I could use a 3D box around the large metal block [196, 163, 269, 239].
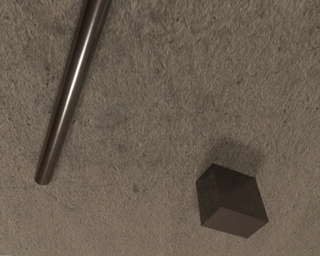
[{"bbox_3d":[0.105,0.109,0.466,0.080,0.080,0.050,20,127,-17],"label":"large metal block"}]

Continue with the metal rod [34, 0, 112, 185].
[{"bbox_3d":[-0.116,-0.028,0.381,0.025,0.025,0.298,19,128,-16],"label":"metal rod"}]
